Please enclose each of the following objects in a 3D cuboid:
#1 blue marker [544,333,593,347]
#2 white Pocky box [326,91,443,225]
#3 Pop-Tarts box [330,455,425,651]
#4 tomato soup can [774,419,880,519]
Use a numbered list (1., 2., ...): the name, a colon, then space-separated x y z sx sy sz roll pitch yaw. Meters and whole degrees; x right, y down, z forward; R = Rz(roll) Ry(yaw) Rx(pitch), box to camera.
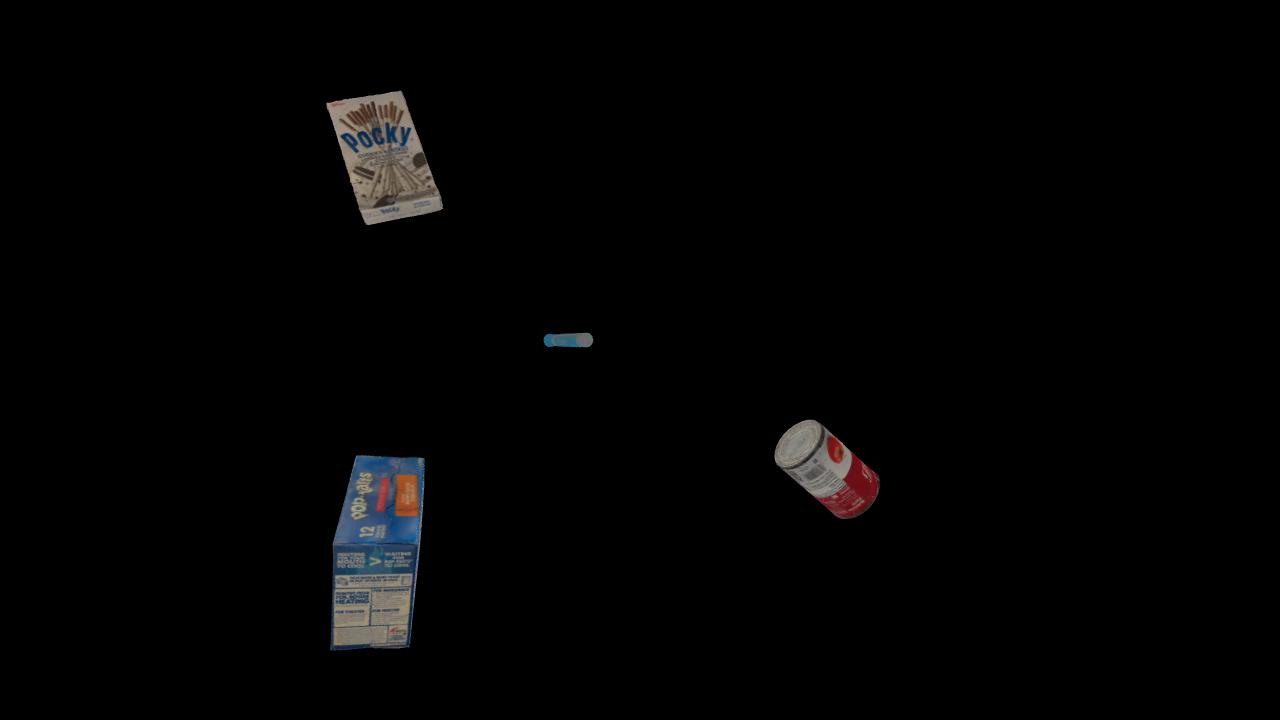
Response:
1. blue marker: -0.100 -0.027 0.833 0.020 0.020 0.121 0 1 -33
2. white Pocky box: -0.278 -0.222 0.670 0.084 0.154 0.028 -18 -19 -18
3. Pop-Tarts box: -0.294 0.212 0.700 0.083 0.141 0.167 4 21 -19
4. tomato soup can: 0.207 0.121 0.685 0.101 0.068 0.068 40 -13 -16
